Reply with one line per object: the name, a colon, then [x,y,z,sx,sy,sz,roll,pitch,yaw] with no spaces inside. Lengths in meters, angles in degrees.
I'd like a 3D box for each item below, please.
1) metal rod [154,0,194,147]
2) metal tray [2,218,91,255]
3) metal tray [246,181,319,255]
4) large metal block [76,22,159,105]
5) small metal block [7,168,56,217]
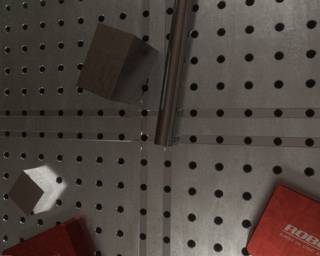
metal rod: [0.026,-0.125,0.402,0.025,0.025,0.298,9,93,19]
metal tray: [-0.168,0.203,0.468,0.130,0.030,0.090,-28,81,17]
metal tray: [0.176,0.129,0.348,0.130,0.030,0.089,25,98,17]
large metal block: [-0.052,-0.079,0.401,0.050,0.080,0.080,24,98,18]
small metal block: [-0.200,0.099,0.481,0.050,0.025,0.050,39,102,15]
